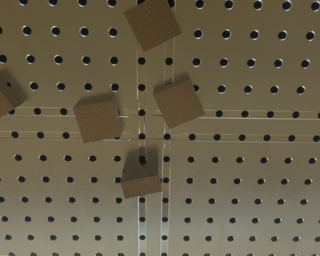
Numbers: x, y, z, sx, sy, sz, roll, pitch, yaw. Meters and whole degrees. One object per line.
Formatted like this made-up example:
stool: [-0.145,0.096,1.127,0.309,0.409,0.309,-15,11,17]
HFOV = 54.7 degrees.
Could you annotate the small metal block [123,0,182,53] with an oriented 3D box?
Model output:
small metal block: [-0.008,-0.125,0.367,0.050,0.025,0.050,-25,109,8]

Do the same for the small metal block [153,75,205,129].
small metal block: [0.025,-0.033,0.402,0.050,0.025,0.050,-23,109,8]

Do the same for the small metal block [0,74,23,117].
small metal block: [-0.217,-0.037,0.397,0.050,0.025,0.050,-28,108,9]

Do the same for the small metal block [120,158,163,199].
small metal block: [-0.024,0.068,0.425,0.050,0.050,0.025,-12,110,4]

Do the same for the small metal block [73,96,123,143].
small metal block: [-0.080,-0.011,0.408,0.050,0.025,0.050,-10,110,3]
